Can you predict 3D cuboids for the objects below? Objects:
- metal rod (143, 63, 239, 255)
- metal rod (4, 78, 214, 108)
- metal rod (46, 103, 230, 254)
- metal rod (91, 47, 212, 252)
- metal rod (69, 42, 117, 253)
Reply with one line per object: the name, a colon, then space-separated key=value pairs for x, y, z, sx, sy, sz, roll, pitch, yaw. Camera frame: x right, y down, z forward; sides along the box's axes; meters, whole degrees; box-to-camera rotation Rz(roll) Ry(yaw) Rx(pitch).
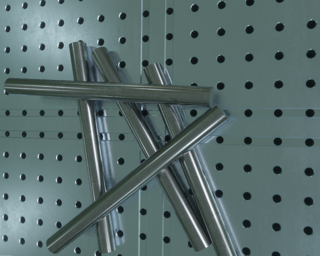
metal rod: x=0.044 y=0.056 z=0.396 sx=0.025 sy=0.025 sz=0.299 roll=-24 pitch=82 yaw=18
metal rod: x=-0.081 y=-0.049 z=0.413 sx=0.301 sy=0.025 sz=0.025 roll=5 pitch=92 yaw=19
metal rod: x=-0.039 y=0.073 z=0.398 sx=0.300 sy=0.025 sz=0.025 roll=-40 pitch=78 yaw=15
metal rod: x=-0.016 y=0.021 z=0.417 sx=0.025 sy=0.025 sz=0.299 roll=-32 pitch=80 yaw=17
metal rod: x=-0.097 y=0.025 z=0.445 sx=0.025 sy=0.025 sz=0.298 roll=-10 pitch=87 yaw=19
